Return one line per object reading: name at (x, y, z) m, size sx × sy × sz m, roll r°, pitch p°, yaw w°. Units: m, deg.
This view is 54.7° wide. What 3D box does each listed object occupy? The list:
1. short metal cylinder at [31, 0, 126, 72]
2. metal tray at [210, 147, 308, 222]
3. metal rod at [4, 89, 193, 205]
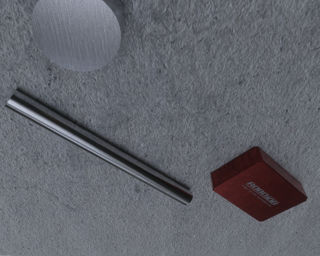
short metal cylinder at (-0.076, -0.103, 0.303) m, size 0.081 × 0.050 × 0.079 m, roll 0°, pitch 130°, yaw 0°
metal tray at (0.154, 0.092, 0.484) m, size 0.130 × 0.030 × 0.090 m, roll 36°, pitch 121°, yaw -27°
metal rod at (-0.068, 0.039, 0.439) m, size 0.301 × 0.025 × 0.025 m, roll 34°, pitch 122°, yaw -26°
